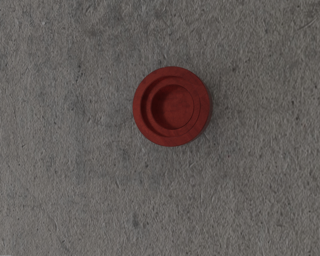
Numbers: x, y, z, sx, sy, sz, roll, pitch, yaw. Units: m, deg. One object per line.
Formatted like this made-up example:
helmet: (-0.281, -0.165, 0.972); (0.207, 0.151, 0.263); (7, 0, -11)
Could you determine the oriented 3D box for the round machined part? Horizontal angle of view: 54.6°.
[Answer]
round machined part: (0.018, -0.026, 0.394); (0.098, 0.042, 0.097); (0, 90, 20)
